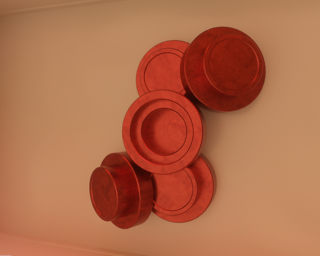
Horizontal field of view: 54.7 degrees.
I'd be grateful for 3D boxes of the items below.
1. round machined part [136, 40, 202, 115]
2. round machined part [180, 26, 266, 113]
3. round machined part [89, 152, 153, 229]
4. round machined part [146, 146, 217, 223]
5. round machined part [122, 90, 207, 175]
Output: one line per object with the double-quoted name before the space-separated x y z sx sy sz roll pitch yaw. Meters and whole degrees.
"round machined part" 0.014 -0.063 0.394 0.098 0.042 0.097 0 90 19
"round machined part" 0.075 -0.067 0.350 0.099 0.042 0.097 0 87 -11
"round machined part" -0.056 0.081 0.396 0.098 0.042 0.097 6 98 49
"round machined part" 0.019 0.072 0.392 0.098 0.042 0.097 0 90 19
"round machined part" 0.008 0.005 0.373 0.098 0.042 0.097 0 90 19
